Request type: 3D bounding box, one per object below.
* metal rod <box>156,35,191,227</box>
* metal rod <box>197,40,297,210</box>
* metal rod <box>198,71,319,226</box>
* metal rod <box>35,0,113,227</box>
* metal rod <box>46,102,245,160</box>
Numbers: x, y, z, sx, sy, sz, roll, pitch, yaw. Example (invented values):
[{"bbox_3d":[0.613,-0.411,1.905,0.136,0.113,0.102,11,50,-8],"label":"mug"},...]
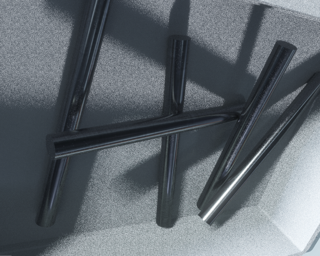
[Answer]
[{"bbox_3d":[0.014,0.024,0.431,0.025,0.025,0.298,-10,123,-23],"label":"metal rod"},{"bbox_3d":[0.111,0.019,0.446,0.025,0.025,0.298,-4,131,-27],"label":"metal rod"},{"bbox_3d":[0.166,0.029,0.486,0.300,0.025,0.025,-49,130,-6],"label":"metal rod"},{"bbox_3d":[-0.100,-0.010,0.347,0.025,0.025,0.298,6,115,-31],"label":"metal rod"},{"bbox_3d":[0.018,-0.005,0.377,0.303,0.025,0.025,-11,124,-37],"label":"metal rod"}]
